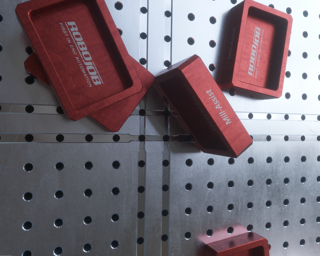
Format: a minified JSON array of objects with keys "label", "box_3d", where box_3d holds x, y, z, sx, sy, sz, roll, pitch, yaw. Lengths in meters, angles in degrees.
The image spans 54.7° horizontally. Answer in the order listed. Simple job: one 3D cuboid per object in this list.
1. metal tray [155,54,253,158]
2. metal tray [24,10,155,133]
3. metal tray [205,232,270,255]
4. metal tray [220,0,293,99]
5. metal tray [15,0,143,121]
[{"label":"metal tray","box_3d":[0.052,-0.024,0.398,0.030,0.090,0.130,-39,103,-16]},{"label":"metal tray","box_3d":[-0.083,-0.066,0.380,0.130,0.030,0.090,38,78,-16]},{"label":"metal tray","box_3d":[0.119,0.230,0.455,0.091,0.030,0.129,-8,93,-20]},{"label":"metal tray","box_3d":[0.146,-0.115,0.465,0.091,0.030,0.129,11,86,-20]},{"label":"metal tray","box_3d":[-0.087,-0.083,0.345,0.091,0.030,0.129,-27,99,-18]}]
